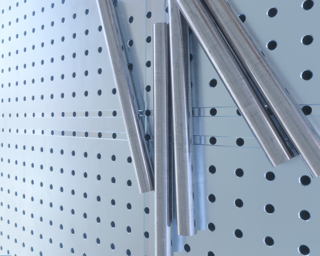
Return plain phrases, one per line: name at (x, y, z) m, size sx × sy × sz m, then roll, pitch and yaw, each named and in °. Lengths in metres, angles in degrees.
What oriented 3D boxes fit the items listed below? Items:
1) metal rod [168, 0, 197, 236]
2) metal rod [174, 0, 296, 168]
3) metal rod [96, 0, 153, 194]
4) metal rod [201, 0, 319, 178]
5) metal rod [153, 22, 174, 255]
metal rod at (0.028, -0.020, 0.384) m, size 0.025 × 0.025 × 0.298 m, roll -4°, pitch 88°, yaw 39°
metal rod at (0.057, -0.096, 0.343) m, size 0.025 × 0.025 × 0.299 m, roll -36°, pitch 73°, yaw 34°
metal rod at (-0.051, -0.056, 0.448) m, size 0.025 × 0.025 × 0.299 m, roll -23°, pitch 76°, yaw 37°
metal rod at (0.091, -0.087, 0.333) m, size 0.025 × 0.025 × 0.299 m, roll -39°, pitch 67°, yaw 33°
metal rod at (0.004, 0.015, 0.403) m, size 0.025 × 0.025 × 0.298 m, roll -1°, pitch 89°, yaw 39°
